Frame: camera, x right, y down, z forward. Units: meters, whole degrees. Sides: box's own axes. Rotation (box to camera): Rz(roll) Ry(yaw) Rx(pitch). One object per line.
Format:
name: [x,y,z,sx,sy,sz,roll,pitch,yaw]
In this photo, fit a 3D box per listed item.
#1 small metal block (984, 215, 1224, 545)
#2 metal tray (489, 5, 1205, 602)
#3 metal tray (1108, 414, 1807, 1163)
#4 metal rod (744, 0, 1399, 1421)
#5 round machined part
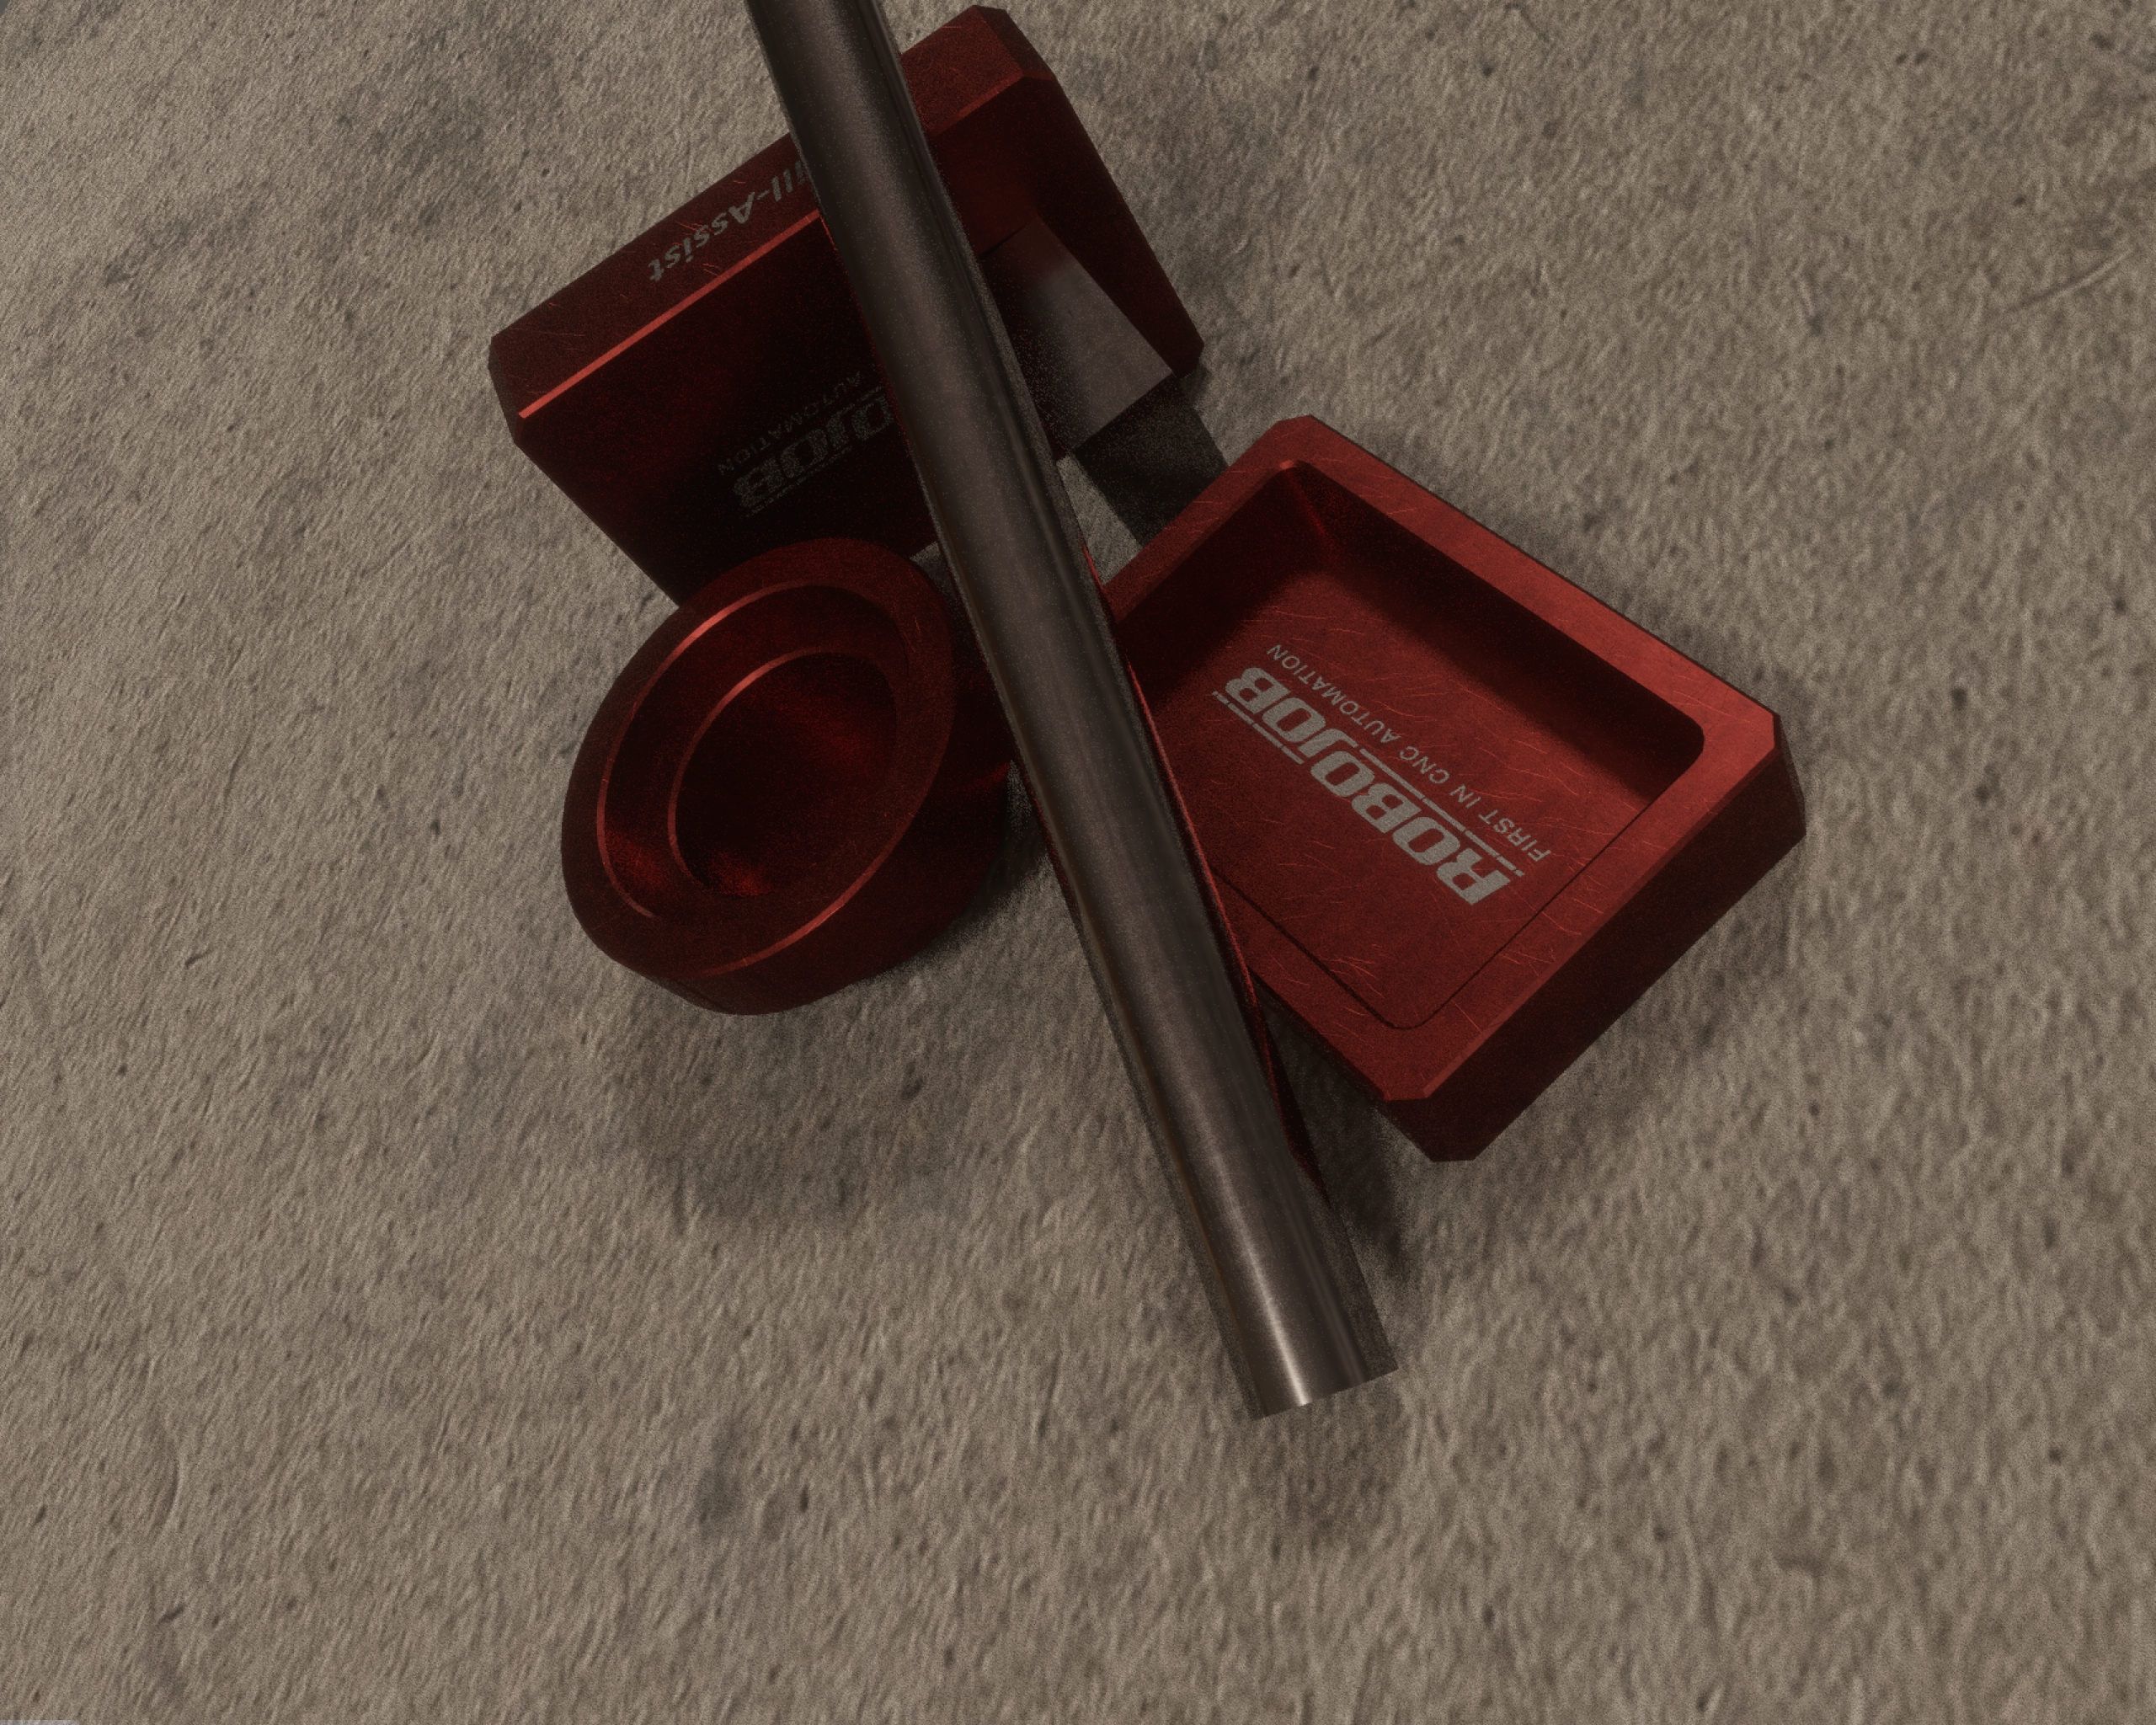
small metal block: [0.004,-0.100,0.441,0.025,0.050,0.050,-38,66,5]
metal tray: [-0.048,-0.110,0.454,0.130,0.090,0.030,-33,52,7]
metal tray: [0.053,-0.019,0.385,0.090,0.030,0.130,-44,51,-3]
metal rod: [-0.010,-0.051,0.372,0.025,0.025,0.299,-23,75,14]
round machined part: [-0.054,-0.014,0.425,0.098,0.042,0.098,-16,57,26]
